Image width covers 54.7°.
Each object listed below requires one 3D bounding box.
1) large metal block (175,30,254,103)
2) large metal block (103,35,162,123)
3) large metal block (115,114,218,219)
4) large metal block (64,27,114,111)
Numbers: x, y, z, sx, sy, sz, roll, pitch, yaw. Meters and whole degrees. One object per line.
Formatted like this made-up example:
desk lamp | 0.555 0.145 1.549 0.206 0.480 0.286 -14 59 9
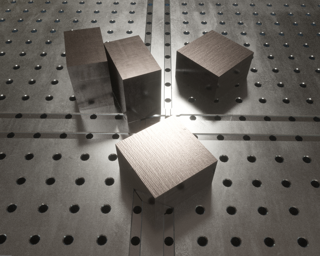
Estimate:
large metal block | 0.081 -0.097 0.474 0.080 0.050 0.080 -36 59 -27
large metal block | -0.037 -0.068 0.428 0.050 0.080 0.080 -18 53 -15
large metal block | 0.006 0.042 0.356 0.081 0.050 0.080 -27 55 -21
large metal block | -0.100 -0.084 0.441 0.050 0.080 0.080 -11 51 -9
